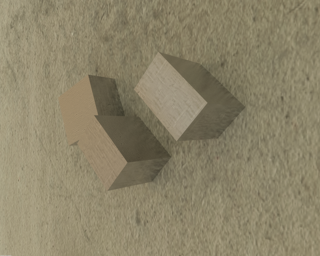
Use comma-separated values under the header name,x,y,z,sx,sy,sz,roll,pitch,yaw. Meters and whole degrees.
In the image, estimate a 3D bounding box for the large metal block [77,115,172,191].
name,x,y,z,sx,sy,sz,roll,pitch,yaw
large metal block,-0.046,0.029,0.405,0.080,0.081,0.050,50,119,28

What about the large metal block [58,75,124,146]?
name,x,y,z,sx,sy,sz,roll,pitch,yaw
large metal block,-0.104,-0.024,0.471,0.080,0.050,0.080,-26,74,36

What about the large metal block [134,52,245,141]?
name,x,y,z,sx,sy,sz,roll,pitch,yaw
large metal block,0.033,-0.033,0.340,0.080,0.081,0.050,51,120,27
